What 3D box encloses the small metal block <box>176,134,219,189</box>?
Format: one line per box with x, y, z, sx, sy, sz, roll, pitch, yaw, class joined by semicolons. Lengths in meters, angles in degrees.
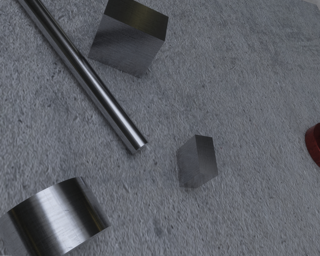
0.045;0.043;0.387;0.025;0.050;0.050;10;57;-23;small metal block

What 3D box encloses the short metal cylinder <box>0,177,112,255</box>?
-0.090;0.085;0.269;0.081;0.080;0.050;-24;75;-37;short metal cylinder

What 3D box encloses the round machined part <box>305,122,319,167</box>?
0.309;0.031;0.544;0.099;0.042;0.098;14;56;-21;round machined part

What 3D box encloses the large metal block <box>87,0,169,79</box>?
-0.044;-0.123;0.421;0.081;0.080;0.050;20;54;-17;large metal block

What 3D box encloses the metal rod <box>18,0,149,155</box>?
-0.114;-0.092;0.399;0.025;0.025;0.300;-31;79;-38;metal rod
